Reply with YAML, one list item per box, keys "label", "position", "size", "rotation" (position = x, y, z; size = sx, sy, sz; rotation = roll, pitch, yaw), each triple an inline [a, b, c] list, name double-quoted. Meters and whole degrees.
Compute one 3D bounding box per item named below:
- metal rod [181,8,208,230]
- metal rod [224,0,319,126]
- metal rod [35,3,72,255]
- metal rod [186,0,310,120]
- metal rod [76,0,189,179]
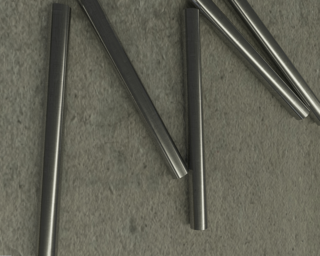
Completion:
- label: "metal rod"
  position: [0.048, -0.011, 0.427]
  size: [0.025, 0.025, 0.298]
  rotation: [-3, 91, -20]
- label: "metal rod"
  position: [0.172, -0.119, 0.474]
  size: [0.025, 0.025, 0.300]
  rotation: [-46, 105, -14]
- label: "metal rod"
  position: [-0.125, 0.007, 0.363]
  size: [0.025, 0.025, 0.298]
  rotation: [3, 89, -20]
- label: "metal rod"
  position: [0.120, -0.118, 0.454]
  size: [0.300, 0.025, 0.025]
  rotation: [42, 77, -16]
- label: "metal rod"
  position: [-0.041, -0.067, 0.394]
  size: [0.025, 0.025, 0.299]
  rotation: [-31, 101, -18]
